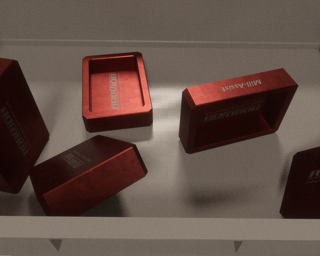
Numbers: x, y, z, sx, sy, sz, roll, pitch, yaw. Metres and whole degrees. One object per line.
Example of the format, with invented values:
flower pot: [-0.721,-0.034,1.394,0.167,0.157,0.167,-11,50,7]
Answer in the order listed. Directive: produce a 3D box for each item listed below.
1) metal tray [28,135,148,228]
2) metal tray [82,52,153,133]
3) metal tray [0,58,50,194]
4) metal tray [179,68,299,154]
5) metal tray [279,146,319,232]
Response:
metal tray: [-0.079,0.044,0.313,0.091,0.030,0.130,-28,14,-22]
metal tray: [-0.064,-0.056,0.448,0.091,0.030,0.130,-7,50,-6]
metal tray: [-0.168,0.001,0.334,0.030,0.129,0.090,9,51,7]
metal tray: [0.091,-0.019,0.379,0.131,0.089,0.030,-13,52,-11]
metal tray: [0.189,0.051,0.302,0.030,0.130,0.090,43,53,-15]
